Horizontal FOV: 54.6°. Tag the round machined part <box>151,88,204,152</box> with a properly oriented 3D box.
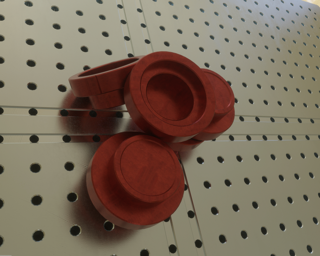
[{"bbox_3d":[0.027,-0.023,0.398,0.099,0.042,0.098,13,56,-21],"label":"round machined part"}]

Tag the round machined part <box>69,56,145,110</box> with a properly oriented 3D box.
[{"bbox_3d":[-0.055,-0.054,0.375,0.099,0.098,0.042,-31,114,-38],"label":"round machined part"}]

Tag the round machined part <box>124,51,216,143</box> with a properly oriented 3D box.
[{"bbox_3d":[0.008,-0.030,0.337,0.099,0.042,0.098,9,66,-22],"label":"round machined part"}]

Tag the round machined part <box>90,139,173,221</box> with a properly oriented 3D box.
[{"bbox_3d":[-0.023,0.047,0.329,0.099,0.042,0.098,13,56,-21],"label":"round machined part"}]

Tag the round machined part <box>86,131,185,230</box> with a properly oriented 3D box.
[{"bbox_3d":[-0.018,0.046,0.305,0.099,0.042,0.098,13,56,-21],"label":"round machined part"}]

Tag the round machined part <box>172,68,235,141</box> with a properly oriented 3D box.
[{"bbox_3d":[0.055,-0.037,0.393,0.099,0.042,0.098,14,55,-20],"label":"round machined part"}]
